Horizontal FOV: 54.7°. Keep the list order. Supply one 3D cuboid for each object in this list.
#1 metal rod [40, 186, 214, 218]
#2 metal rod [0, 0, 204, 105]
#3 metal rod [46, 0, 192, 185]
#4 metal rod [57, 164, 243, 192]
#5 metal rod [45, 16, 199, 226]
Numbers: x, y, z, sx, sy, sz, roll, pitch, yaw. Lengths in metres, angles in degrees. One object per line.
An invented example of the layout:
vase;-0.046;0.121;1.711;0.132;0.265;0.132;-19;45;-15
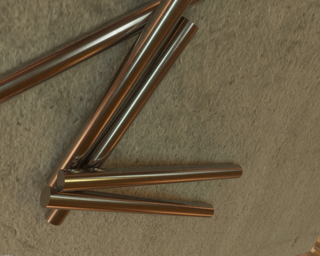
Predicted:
metal rod;-0.021;0.111;0.446;0.302;0.025;0.025;18;109;-42
metal rod;-0.058;-0.093;0.318;0.301;0.025;0.025;-30;129;-10
metal rod;-0.043;-0.046;0.334;0.025;0.025;0.299;23;113;-37
metal rod;0.010;0.066;0.435;0.302;0.025;0.025;4;117;-37
metal rod;-0.052;-0.001;0.378;0.025;0.025;0.299;28;103;-38
